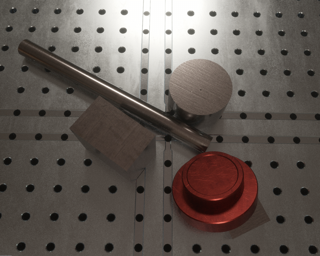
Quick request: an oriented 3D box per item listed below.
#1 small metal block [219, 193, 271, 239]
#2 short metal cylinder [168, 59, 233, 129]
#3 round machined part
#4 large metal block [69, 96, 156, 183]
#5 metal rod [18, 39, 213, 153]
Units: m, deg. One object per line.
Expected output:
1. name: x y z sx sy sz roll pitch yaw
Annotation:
1. small metal block: 0.096 0.100 0.376 0.050 0.025 0.050 -23 72 -9
2. short metal cylinder: 0.052 -0.045 0.416 0.081 0.050 0.080 0 70 0
3. round machined part: 0.062 0.065 0.358 0.098 0.042 0.098 -8 43 8
4. large metal block: -0.052 0.017 0.376 0.080 0.080 0.050 35 74 11
5. metal rod: -0.067 -0.047 0.428 0.301 0.025 0.025 28 72 9
